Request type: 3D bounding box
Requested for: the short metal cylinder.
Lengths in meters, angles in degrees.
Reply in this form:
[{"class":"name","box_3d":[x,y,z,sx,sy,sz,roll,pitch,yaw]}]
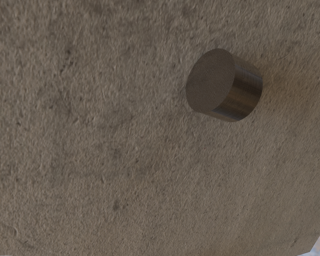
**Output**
[{"class":"short metal cylinder","box_3d":[0.078,-0.051,0.384,0.050,0.080,0.080,16,110,-35]}]
